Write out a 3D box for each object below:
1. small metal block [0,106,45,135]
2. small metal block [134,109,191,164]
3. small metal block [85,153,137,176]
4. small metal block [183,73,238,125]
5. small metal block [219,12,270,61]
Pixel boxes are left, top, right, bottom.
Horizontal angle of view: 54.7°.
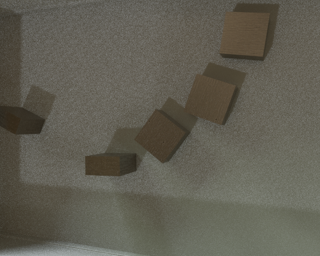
[{"bbox_3d":[-0.216,-0.012,0.473,0.050,0.050,0.025,25,99,18],"label":"small metal block"},{"bbox_3d":[0.003,0.011,0.409,0.050,0.025,0.050,39,102,15],"label":"small metal block"},{"bbox_3d":[-0.065,0.049,0.420,0.050,0.050,0.025,-1,90,20],"label":"small metal block"},{"bbox_3d":[0.064,-0.035,0.388,0.050,0.025,0.050,21,97,18],"label":"small metal block"},{"bbox_3d":[0.103,-0.110,0.374,0.050,0.025,0.050,10,93,19],"label":"small metal block"}]
